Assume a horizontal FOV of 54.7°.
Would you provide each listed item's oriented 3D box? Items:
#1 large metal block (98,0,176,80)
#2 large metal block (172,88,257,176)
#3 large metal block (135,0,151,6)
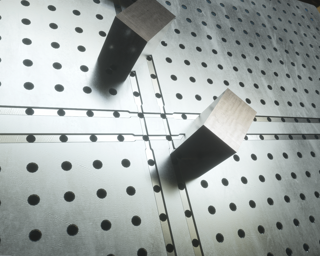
[{"bbox_3d":[-0.033,-0.127,0.434,0.050,0.080,0.080,39,51,-3],"label":"large metal block"},{"bbox_3d":[0.071,0.006,0.409,0.050,0.080,0.080,40,51,-2],"label":"large metal block"},{"bbox_3d":[-0.044,-0.271,0.536,0.081,0.050,0.080,18,55,-19],"label":"large metal block"}]
